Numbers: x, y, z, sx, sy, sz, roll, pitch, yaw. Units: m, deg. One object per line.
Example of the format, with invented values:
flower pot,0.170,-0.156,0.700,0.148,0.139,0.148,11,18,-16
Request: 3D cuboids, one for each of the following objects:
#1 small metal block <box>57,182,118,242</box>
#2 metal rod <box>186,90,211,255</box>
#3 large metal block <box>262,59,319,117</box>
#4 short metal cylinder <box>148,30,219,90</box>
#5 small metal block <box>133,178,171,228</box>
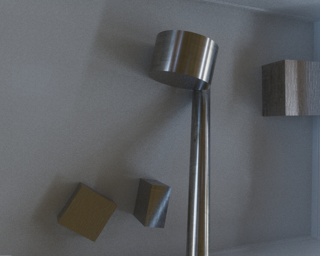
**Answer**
small metal block,-0.089,0.102,0.379,0.050,0.025,0.050,35,78,-17
metal rod,0.046,0.073,0.360,0.025,0.025,0.299,18,58,-20
large metal block,0.206,-0.058,0.475,0.081,0.050,0.079,-1,91,-20
short metal cylinder,0.030,-0.083,0.393,0.081,0.080,0.050,14,86,-20
small metal block,-0.011,0.094,0.394,0.025,0.050,0.050,12,86,-20
